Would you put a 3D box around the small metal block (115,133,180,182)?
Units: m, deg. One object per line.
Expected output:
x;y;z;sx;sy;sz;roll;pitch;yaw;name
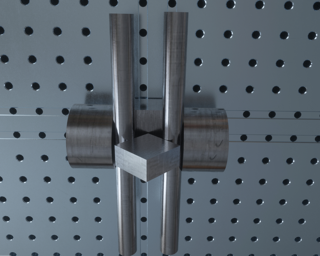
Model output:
-0.014;0.030;0.340;0.050;0.050;0.025;19;117;40;small metal block

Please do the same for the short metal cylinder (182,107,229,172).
0.052;0.014;0.385;0.050;0.080;0.079;1;110;0;short metal cylinder

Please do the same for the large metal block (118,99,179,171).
-0.014;0.008;0.399;0.081;0.050;0.079;1;110;-1;large metal block

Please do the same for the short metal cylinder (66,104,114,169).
-0.080;0.010;0.383;0.050;0.080;0.079;1;110;-1;short metal cylinder

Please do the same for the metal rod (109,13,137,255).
-0.041;0.024;0.365;0.025;0.025;0.298;1;110;-1;metal rod

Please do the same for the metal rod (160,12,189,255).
0.014;0.022;0.365;0.025;0.025;0.298;1;110;-1;metal rod
